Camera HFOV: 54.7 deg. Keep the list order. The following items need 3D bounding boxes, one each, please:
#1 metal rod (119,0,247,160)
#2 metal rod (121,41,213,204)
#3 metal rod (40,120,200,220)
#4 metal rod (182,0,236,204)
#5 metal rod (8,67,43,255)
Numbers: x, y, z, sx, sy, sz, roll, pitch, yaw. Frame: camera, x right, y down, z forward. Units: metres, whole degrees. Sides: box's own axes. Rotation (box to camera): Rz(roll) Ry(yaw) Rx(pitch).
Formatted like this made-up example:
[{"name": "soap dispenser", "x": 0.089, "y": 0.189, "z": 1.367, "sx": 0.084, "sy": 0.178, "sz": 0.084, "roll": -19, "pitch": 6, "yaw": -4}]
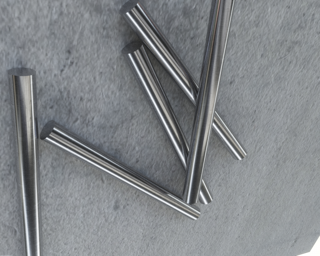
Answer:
[{"name": "metal rod", "x": 0.049, "y": -0.041, "z": 0.409, "sx": 0.025, "sy": 0.025, "sz": 0.300, "roll": -43, "pitch": 130, "yaw": 1}, {"name": "metal rod", "x": 0.023, "y": 0.015, "z": 0.430, "sx": 0.025, "sy": 0.025, "sz": 0.299, "roll": -33, "pitch": 129, "yaw": -7}, {"name": "metal rod", "x": -0.033, "y": 0.074, "z": 0.436, "sx": 0.025, "sy": 0.025, "sz": 0.301, "roll": -48, "pitch": 130, "yaw": 5}, {"name": "metal rod", "x": 0.057, "y": -0.024, "z": 0.391, "sx": 0.025, "sy": 0.025, "sz": 0.298, "roll": -9, "pitch": 123, "yaw": -24}, {"name": "metal rod", "x": -0.156, "y": 0.076, "z": 0.369, "sx": 0.025, "sy": 0.025, "sz": 0.298, "roll": -5, "pitch": 121, "yaw": -26}]
